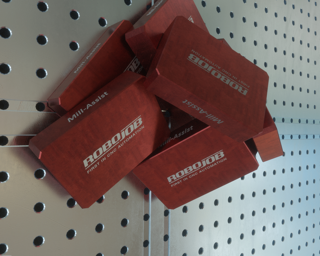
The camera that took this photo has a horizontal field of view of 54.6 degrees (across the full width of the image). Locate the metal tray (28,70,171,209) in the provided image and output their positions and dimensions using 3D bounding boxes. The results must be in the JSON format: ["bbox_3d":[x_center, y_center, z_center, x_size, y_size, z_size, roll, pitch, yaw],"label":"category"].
[{"bbox_3d":[-0.056,0.011,0.329,0.131,0.030,0.090,-40,131,-20],"label":"metal tray"}]

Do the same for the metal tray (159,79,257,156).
[{"bbox_3d":[0.068,-0.008,0.424,0.130,0.090,0.030,51,60,-27],"label":"metal tray"}]

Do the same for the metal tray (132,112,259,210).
[{"bbox_3d":[0.043,0.041,0.383,0.090,0.130,0.030,51,18,-29],"label":"metal tray"}]

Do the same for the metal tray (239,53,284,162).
[{"bbox_3d":[0.126,-0.028,0.428,0.090,0.030,0.130,46,25,-53],"label":"metal tray"}]

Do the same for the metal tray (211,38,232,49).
[{"bbox_3d":[0.094,-0.063,0.454,0.131,0.030,0.090,19,77,-59],"label":"metal tray"}]

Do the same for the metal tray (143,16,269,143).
[{"bbox_3d":[0.056,-0.052,0.337,0.131,0.030,0.090,28,57,-16],"label":"metal tray"}]

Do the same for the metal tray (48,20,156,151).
[{"bbox_3d":[-0.052,-0.049,0.360,0.090,0.030,0.130,46,62,-30],"label":"metal tray"}]

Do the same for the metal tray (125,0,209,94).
[{"bbox_3d":[0.018,-0.114,0.395,0.090,0.030,0.130,56,44,-27],"label":"metal tray"}]
